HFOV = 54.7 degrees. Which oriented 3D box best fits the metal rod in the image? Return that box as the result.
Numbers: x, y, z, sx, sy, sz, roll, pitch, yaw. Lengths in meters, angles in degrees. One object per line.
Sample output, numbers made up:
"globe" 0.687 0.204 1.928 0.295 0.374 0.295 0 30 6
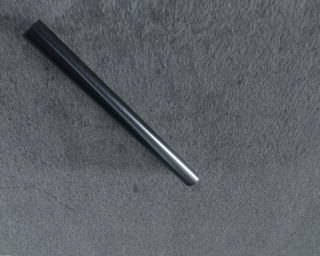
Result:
"metal rod" -0.042 -0.012 0.396 0.025 0.025 0.300 -30 125 23
